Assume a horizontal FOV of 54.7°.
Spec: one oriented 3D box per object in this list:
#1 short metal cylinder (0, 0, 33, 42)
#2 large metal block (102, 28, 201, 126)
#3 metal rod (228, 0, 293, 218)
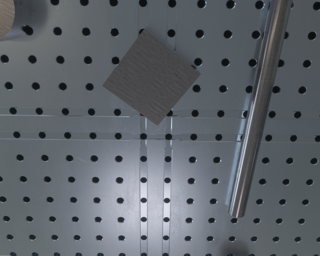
[{"bbox_3d":[-0.193,-0.137,0.348,0.081,0.050,0.079,0,110,0],"label":"short metal cylinder"},{"bbox_3d":[-0.010,-0.064,0.377,0.080,0.050,0.080,36,106,-13],"label":"large metal block"},{"bbox_3d":[0.127,-0.013,0.409,0.025,0.025,0.298,5,110,-2],"label":"metal rod"}]
